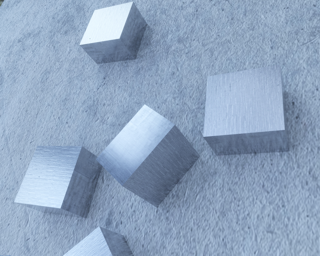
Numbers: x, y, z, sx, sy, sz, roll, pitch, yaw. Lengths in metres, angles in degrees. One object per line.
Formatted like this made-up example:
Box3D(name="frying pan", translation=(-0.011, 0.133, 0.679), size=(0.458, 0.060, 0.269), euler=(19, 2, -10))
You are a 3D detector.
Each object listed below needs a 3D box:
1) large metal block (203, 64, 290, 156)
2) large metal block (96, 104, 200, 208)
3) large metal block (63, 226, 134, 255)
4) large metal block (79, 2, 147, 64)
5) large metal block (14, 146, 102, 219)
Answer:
Box3D(name="large metal block", translation=(0.097, -0.018, 0.348), size=(0.080, 0.050, 0.080), euler=(-6, 59, 25))
Box3D(name="large metal block", translation=(-0.010, 0.034, 0.353), size=(0.080, 0.080, 0.050), euler=(-49, 51, -6))
Box3D(name="large metal block", translation=(-0.065, 0.165, 0.321), size=(0.080, 0.050, 0.080), euler=(-39, 51, 1))
Box3D(name="large metal block", translation=(-0.078, -0.160, 0.527), size=(0.080, 0.050, 0.080), euler=(0, 62, 28))
Box3D(name="large metal block", translation=(-0.132, 0.071, 0.414), size=(0.080, 0.050, 0.080), euler=(-1, 61, 27))
